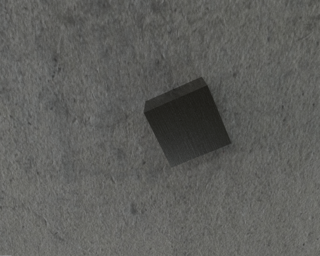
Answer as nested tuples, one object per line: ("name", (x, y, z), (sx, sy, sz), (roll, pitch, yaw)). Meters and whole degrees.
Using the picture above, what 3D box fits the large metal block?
("large metal block", (0.034, -0.008, 0.394), (0.080, 0.050, 0.080), (-23, 109, 8))
